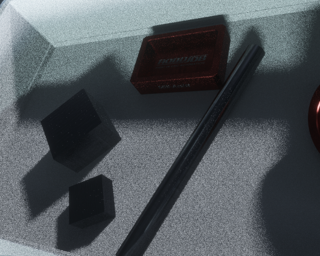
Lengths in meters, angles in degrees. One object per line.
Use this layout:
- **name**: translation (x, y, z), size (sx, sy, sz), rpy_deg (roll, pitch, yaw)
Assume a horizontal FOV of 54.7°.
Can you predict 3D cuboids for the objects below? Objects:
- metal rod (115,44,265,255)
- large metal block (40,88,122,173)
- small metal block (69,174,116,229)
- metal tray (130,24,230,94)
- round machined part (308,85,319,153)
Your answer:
- **metal rod**: translation (0.043, 0.022, 0.368), size (0.025, 0.025, 0.300), rpy_deg (24, 74, 36)
- **large metal block**: translation (-0.115, 0.003, 0.446), size (0.080, 0.050, 0.080), rpy_deg (-37, 51, 3)
- **small metal block**: translation (-0.087, 0.093, 0.392), size (0.050, 0.025, 0.050), rpy_deg (-23, 53, 14)
- **metal tray**: translation (0.029, -0.097, 0.445), size (0.130, 0.030, 0.090), rpy_deg (0, 61, 27)
- **round machined part**: translation (0.188, -0.007, 0.277), size (0.042, 0.097, 0.098), rpy_deg (-6, 49, -23)
